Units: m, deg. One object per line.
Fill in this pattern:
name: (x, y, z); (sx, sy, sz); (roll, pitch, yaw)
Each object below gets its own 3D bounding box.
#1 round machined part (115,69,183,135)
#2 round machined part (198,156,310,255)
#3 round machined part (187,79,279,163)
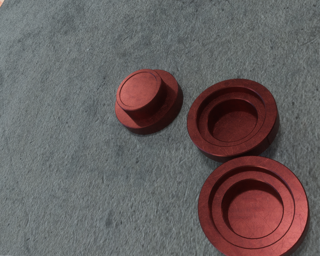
round machined part: (-0.021, -0.043, 0.431); (0.098, 0.042, 0.098); (-13, 56, 21)
round machined part: (0.090, 0.079, 0.297); (0.098, 0.042, 0.098); (-13, 56, 21)
round machined part: (0.084, -0.004, 0.352); (0.098, 0.042, 0.098); (-13, 56, 21)
